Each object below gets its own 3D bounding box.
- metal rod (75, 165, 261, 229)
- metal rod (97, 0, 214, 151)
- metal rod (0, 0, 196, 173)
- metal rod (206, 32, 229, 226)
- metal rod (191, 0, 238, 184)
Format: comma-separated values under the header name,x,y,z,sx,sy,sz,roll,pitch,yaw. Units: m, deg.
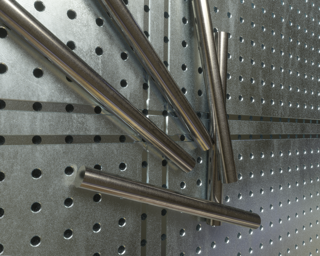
name,x,y,z,sx,sy,sz,roll,pitch,yaw
metal rod,0.032,0.101,0.417,0.302,0.025,0.025,22,76,-32
metal rod,-0.008,-0.082,0.403,0.025,0.025,0.300,-52,121,-27
metal rod,-0.054,-0.031,0.365,0.300,0.025,0.025,42,65,-32
metal rod,0.090,0.000,0.487,0.025,0.025,0.298,4,88,-40
metal rod,0.079,-0.067,0.459,0.025,0.025,0.298,-10,91,-40
